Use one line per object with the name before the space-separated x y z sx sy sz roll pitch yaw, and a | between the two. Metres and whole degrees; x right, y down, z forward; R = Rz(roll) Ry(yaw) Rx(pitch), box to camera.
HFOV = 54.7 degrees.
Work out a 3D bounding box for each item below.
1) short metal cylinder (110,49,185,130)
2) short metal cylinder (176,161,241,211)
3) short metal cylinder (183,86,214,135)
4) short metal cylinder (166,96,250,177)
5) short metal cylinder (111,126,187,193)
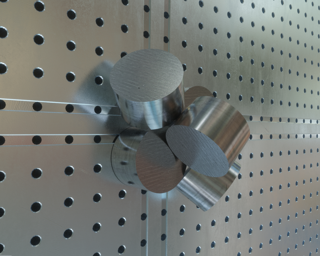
short metal cylinder | -0.012 -0.045 0.355 0.080 0.080 0.050 -54 156 -27
short metal cylinder | 0.064 0.065 0.420 0.050 0.080 0.080 39 61 6
short metal cylinder | 0.036 -0.015 0.424 0.081 0.050 0.079 0 90 -40
short metal cylinder | 0.054 0.010 0.354 0.050 0.080 0.080 -49 120 -29
short metal cylinder | -0.012 0.037 0.384 0.081 0.050 0.079 0 90 -40
